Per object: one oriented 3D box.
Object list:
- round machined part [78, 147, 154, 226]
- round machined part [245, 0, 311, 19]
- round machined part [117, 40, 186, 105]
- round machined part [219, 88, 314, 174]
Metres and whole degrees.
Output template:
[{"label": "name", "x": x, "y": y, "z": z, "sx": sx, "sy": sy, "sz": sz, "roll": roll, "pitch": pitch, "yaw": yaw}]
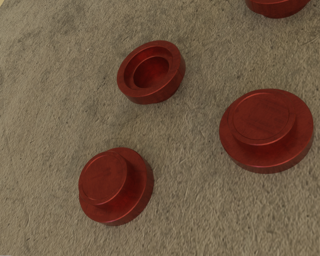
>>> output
[{"label": "round machined part", "x": -0.061, "y": 0.067, "z": 0.384, "sx": 0.098, "sy": 0.042, "sz": 0.098, "roll": -13, "pitch": 56, "yaw": 21}, {"label": "round machined part", "x": 0.166, "y": -0.189, "z": 0.422, "sx": 0.098, "sy": 0.042, "sz": 0.098, "roll": -13, "pitch": 56, "yaw": 21}, {"label": "round machined part", "x": -0.009, "y": -0.074, "z": 0.443, "sx": 0.098, "sy": 0.042, "sz": 0.098, "roll": -13, "pitch": 56, "yaw": 21}, {"label": "round machined part", "x": 0.112, "y": -0.003, "z": 0.336, "sx": 0.098, "sy": 0.042, "sz": 0.098, "roll": -13, "pitch": 56, "yaw": 21}]
